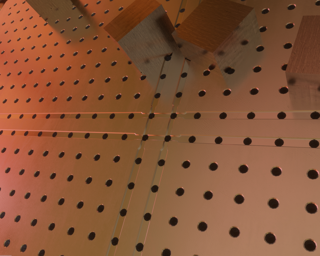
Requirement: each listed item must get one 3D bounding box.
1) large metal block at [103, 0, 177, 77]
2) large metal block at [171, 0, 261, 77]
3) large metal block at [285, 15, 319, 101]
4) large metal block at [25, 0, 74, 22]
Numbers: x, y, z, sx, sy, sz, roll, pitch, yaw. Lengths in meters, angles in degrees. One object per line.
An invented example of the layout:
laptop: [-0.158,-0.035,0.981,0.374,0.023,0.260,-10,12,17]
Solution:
large metal block: [-0.024,-0.140,0.473,0.080,0.080,0.050,-41,51,0]
large metal block: [0.078,-0.130,0.432,0.080,0.050,0.080,-48,51,-5]
large metal block: [0.191,-0.075,0.338,0.080,0.050,0.080,11,67,33]
large metal block: [-0.250,-0.299,0.690,0.080,0.080,0.050,-23,53,14]
